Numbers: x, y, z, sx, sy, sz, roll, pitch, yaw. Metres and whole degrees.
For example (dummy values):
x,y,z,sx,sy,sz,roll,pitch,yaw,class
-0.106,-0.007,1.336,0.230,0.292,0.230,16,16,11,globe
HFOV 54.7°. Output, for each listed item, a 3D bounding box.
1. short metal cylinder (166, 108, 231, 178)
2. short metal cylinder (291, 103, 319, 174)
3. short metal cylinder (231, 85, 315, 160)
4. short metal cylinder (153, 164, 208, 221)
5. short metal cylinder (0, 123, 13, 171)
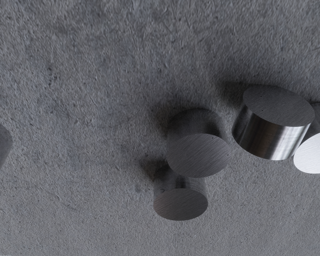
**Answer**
x,y,z,sx,sy,sz,roll,pitch,yaw,class
0.049,0.021,0.409,0.081,0.050,0.079,0,130,0,short metal cylinder
0.206,0.014,0.402,0.081,0.050,0.079,-2,132,-2,short metal cylinder
0.131,-0.008,0.365,0.081,0.080,0.050,5,130,-4,short metal cylinder
0.030,0.098,0.474,0.081,0.050,0.079,0,130,0,short metal cylinder
-0.247,0.028,0.412,0.081,0.050,0.079,0,130,0,short metal cylinder
